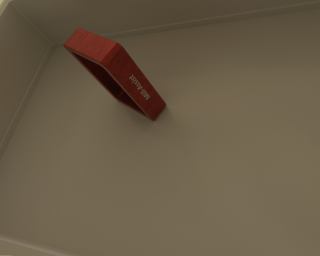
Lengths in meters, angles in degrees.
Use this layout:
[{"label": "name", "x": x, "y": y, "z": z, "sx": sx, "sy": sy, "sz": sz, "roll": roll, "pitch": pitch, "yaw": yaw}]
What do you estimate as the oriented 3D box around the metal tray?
[{"label": "metal tray", "x": -0.055, "y": -0.067, "z": 0.407, "sx": 0.090, "sy": 0.130, "sz": 0.030, "roll": 30, "pitch": 79, "yaw": 37}]
